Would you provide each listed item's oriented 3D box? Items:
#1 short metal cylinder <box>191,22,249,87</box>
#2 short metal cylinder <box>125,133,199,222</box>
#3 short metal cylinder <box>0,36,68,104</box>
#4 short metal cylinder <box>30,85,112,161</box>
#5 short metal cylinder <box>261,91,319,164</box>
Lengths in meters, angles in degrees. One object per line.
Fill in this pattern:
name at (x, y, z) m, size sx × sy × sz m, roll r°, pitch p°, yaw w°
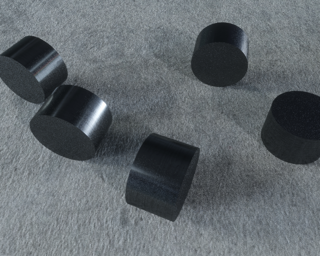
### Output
short metal cylinder at (0.090, -0.107, 0.459) m, size 0.080 × 0.080 × 0.050 m, roll 10°, pitch 51°, yaw 7°
short metal cylinder at (0.005, 0.051, 0.325) m, size 0.050 × 0.080 × 0.080 m, roll 18°, pitch 52°, yaw 14°
short metal cylinder at (-0.178, -0.080, 0.433) m, size 0.080 × 0.080 × 0.050 m, roll 21°, pitch 53°, yaw 16°
short metal cylinder at (-0.104, -0.005, 0.370) m, size 0.080 × 0.080 × 0.050 m, roll 13°, pitch 51°, yaw 10°
short metal cylinder at (0.175, -0.001, 0.390) m, size 0.081 × 0.050 × 0.080 m, roll 0°, pitch 50°, yaw 0°
